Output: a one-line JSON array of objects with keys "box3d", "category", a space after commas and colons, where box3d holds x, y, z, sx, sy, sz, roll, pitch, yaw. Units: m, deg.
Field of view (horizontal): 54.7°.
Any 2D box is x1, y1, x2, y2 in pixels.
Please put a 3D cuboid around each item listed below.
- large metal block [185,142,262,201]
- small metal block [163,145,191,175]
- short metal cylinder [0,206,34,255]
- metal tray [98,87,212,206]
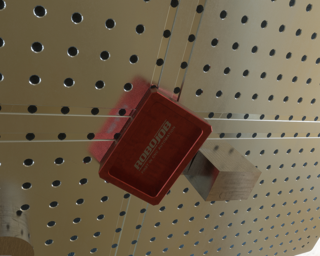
[{"box3d": [0.087, 0.062, 0.462, 0.081, 0.080, 0.050, 6, 115, -31], "category": "large metal block"}, {"box3d": [0.019, 0.041, 0.447, 0.050, 0.025, 0.050, 2, 117, -30], "category": "small metal block"}, {"box3d": [-0.198, 0.143, 0.375, 0.081, 0.050, 0.079, -14, 124, -21], "category": "short metal cylinder"}, {"box3d": [-0.007, 0.026, 0.397, 0.090, 0.030, 0.129, 31, 102, -14], "category": "metal tray"}]
